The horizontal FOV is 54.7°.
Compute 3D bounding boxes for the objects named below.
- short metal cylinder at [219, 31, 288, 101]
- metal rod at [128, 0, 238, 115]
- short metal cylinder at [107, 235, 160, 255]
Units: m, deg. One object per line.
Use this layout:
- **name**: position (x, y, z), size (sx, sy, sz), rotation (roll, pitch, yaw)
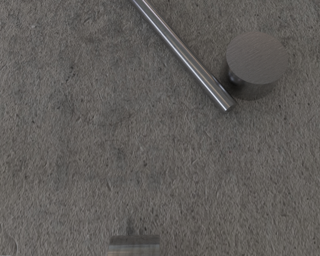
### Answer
- **short metal cylinder**: position (0.126, -0.084, 0.426), size (0.081, 0.050, 0.080), rotation (0, 70, 0)
- **metal rod**: position (0.009, -0.141, 0.459), size (0.025, 0.025, 0.299), rotation (-33, 74, -11)
- **short metal cylinder**: position (-0.025, 0.154, 0.323), size (0.050, 0.080, 0.080), rotation (-1, 70, 0)
